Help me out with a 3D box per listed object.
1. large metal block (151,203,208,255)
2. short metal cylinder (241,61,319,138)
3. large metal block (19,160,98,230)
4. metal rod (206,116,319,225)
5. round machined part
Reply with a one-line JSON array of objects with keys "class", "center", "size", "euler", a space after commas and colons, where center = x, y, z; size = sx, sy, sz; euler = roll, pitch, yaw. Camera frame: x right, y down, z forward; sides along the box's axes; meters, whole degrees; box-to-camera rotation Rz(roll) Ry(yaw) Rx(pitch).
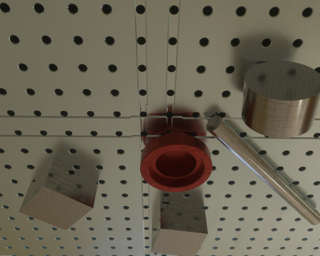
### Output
[{"class": "large metal block", "center": [0.032, 0.183, 0.551], "size": [0.081, 0.050, 0.079], "euler": [9, 130, -8]}, {"class": "short metal cylinder", "center": [0.135, -0.034, 0.348], "size": [0.080, 0.080, 0.050], "euler": [-4, 130, 3]}, {"class": "large metal block", "center": [-0.157, 0.107, 0.485], "size": [0.080, 0.050, 0.080], "euler": [33, 123, -25]}, {"class": "metal rod", "center": [0.173, 0.077, 0.478], "size": [0.025, 0.025, 0.301], "euler": [-36, 122, 26]}, {"class": "round machined part", "center": [0.022, 0.044, 0.438], "size": [0.099, 0.042, 0.097], "euler": [0, 130, 0]}]
